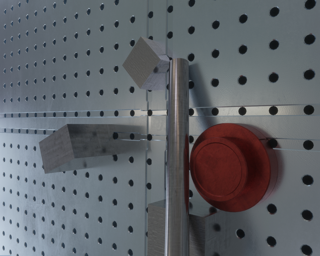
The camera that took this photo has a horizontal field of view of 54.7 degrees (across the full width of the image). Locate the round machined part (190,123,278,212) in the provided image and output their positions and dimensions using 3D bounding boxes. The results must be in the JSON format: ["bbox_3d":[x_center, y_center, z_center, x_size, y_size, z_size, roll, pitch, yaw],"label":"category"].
[{"bbox_3d":[0.072,0.043,0.339,0.098,0.042,0.097,0,90,40],"label":"round machined part"}]

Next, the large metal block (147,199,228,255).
[{"bbox_3d":[0.032,0.132,0.367,0.080,0.050,0.079,1,91,40],"label":"large metal block"}]

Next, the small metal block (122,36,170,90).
[{"bbox_3d":[-0.018,-0.088,0.424,0.050,0.025,0.050,-51,60,27],"label":"small metal block"}]

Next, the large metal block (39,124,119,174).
[{"bbox_3d":[-0.125,0.031,0.476,0.080,0.081,0.050,-26,74,37],"label":"large metal block"}]

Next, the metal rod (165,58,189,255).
[{"bbox_3d":[0.020,0.059,0.340,0.025,0.025,0.299,-15,64,39],"label":"metal rod"}]
